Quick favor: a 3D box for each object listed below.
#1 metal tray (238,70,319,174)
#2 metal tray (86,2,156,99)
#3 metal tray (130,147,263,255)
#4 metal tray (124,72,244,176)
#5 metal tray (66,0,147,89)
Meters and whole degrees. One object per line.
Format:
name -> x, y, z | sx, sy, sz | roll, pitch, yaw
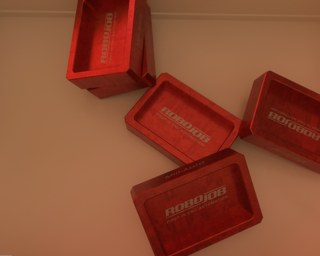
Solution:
metal tray -> 0.174, -0.006, 0.394 | 0.131, 0.030, 0.090 | 23, 71, -8
metal tray -> -0.056, -0.113, 0.430 | 0.090, 0.030, 0.129 | -12, 69, 19
metal tray -> 0.043, 0.088, 0.353 | 0.131, 0.030, 0.090 | -21, 102, -8
metal tray -> 0.031, -0.003, 0.408 | 0.130, 0.030, 0.090 | 35, 73, 11
metal tray -> -0.068, -0.119, 0.402 | 0.090, 0.030, 0.129 | -4, 72, 21
